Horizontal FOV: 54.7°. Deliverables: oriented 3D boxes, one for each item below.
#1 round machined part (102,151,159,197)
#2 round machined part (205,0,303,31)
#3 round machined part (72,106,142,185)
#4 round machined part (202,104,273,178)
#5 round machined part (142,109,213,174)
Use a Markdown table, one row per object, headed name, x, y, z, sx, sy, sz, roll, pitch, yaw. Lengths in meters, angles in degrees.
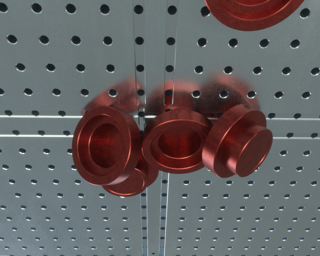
| name | x | y | z | sx | sy | sz | roll | pitch | yaw |
| --- | --- | --- | --- | --- | --- | --- | --- | --- | --- |
| round machined part | -0.051 | 0.064 | 0.455 | 0.099 | 0.042 | 0.097 | -1 | 130 | 0 |
| round machined part | 0.085 | -0.143 | 0.280 | 0.099 | 0.042 | 0.097 | -1 | 130 | 0 |
| round machined part | -0.062 | 0.023 | 0.394 | 0.098 | 0.098 | 0.042 | -35 | 157 | 25 |
| round machined part | 0.103 | 0.023 | 0.389 | 0.099 | 0.042 | 0.097 | -24 | 131 | -30 |
| round machined part | 0.026 | 0.013 | 0.412 | 0.099 | 0.042 | 0.097 | -1 | 130 | 0 |
